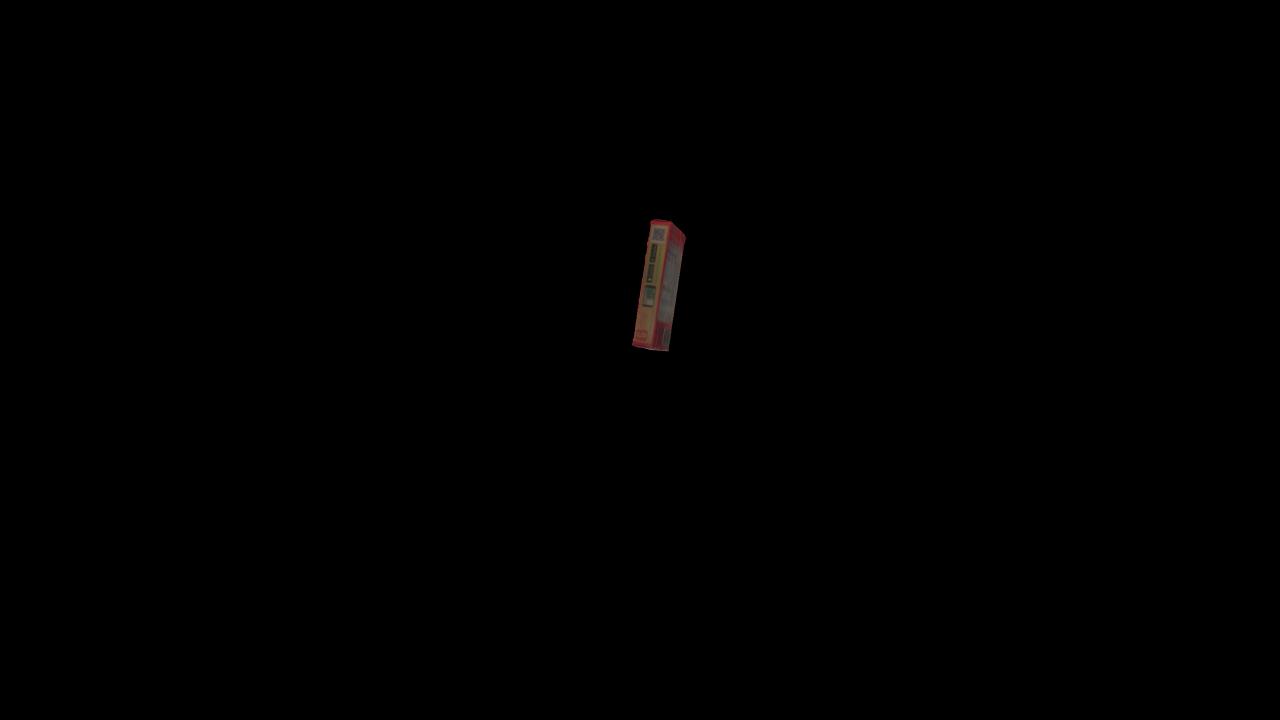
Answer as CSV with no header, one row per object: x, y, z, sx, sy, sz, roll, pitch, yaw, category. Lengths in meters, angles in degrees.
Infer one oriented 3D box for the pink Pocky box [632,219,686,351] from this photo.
0.025,-0.090,0.768,0.029,0.155,0.084,9,2,16,pink Pocky box
